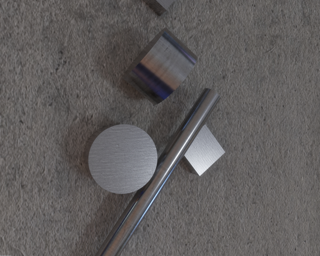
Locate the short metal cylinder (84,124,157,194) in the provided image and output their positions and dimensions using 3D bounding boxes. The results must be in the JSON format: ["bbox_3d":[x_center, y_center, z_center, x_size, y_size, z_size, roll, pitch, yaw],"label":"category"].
[{"bbox_3d":[-0.049,0.035,0.378,0.081,0.050,0.079,0,90,-20],"label":"short metal cylinder"}]

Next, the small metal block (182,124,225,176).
[{"bbox_3d":[0.053,0.030,0.429,0.050,0.025,0.050,-40,103,-16],"label":"small metal block"}]

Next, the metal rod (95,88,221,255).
[{"bbox_3d":[-0.014,0.078,0.381,0.025,0.025,0.300,36,81,-17],"label":"metal rod"}]

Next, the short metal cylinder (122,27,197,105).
[{"bbox_3d":[-0.001,-0.075,0.379,0.050,0.080,0.080,40,77,-16],"label":"short metal cylinder"}]

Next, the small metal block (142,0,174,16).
[{"bbox_3d":[0.000,-0.187,0.408,0.050,0.025,0.050,39,78,-16],"label":"small metal block"}]
